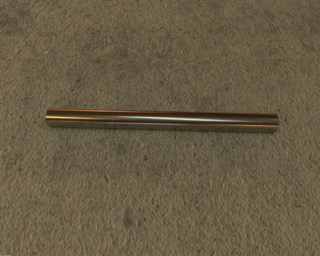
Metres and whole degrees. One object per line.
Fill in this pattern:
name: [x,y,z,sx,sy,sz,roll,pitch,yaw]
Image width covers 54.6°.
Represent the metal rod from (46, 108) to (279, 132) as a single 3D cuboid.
metal rod: [0.002,-0.010,0.414,0.302,0.025,0.025,1,50,1]
